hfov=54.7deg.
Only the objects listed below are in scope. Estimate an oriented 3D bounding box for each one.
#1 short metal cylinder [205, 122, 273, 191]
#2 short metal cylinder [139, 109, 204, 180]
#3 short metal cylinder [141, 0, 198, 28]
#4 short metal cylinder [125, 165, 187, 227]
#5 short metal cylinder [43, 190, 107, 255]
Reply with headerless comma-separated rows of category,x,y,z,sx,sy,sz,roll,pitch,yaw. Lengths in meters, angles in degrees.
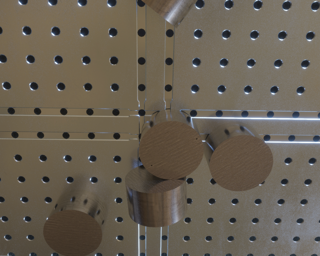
short metal cylinder,0.103,0.037,0.415,0.081,0.050,0.079,0,110,-1
short metal cylinder,0.014,0.020,0.408,0.081,0.050,0.079,0,110,-1
short metal cylinder,0.002,-0.152,0.328,0.080,0.080,0.050,35,106,-12
short metal cylinder,-0.004,0.087,0.416,0.081,0.080,0.050,-3,110,1
short metal cylinder,-0.120,0.137,0.449,0.081,0.050,0.079,0,110,-1
